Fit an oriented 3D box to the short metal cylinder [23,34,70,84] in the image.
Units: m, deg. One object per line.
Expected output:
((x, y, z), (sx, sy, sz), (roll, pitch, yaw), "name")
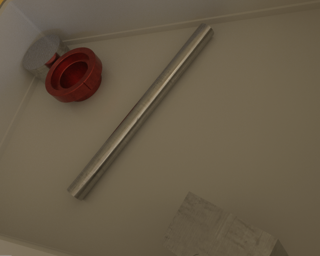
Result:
((-0.201, -0.124, 0.568), (0.080, 0.050, 0.080), (-13, 56, 20), "short metal cylinder")

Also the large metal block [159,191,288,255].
((0.059, 0.107, 0.273), (0.080, 0.080, 0.050), (23, 74, 36), "large metal block")

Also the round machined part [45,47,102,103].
((-0.137, -0.083, 0.515), (0.098, 0.042, 0.098), (-13, 56, 20), "round machined part")

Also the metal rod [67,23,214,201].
((-0.022, -0.028, 0.432), (0.025, 0.025, 0.300), (31, 78, 37), "metal rod")
